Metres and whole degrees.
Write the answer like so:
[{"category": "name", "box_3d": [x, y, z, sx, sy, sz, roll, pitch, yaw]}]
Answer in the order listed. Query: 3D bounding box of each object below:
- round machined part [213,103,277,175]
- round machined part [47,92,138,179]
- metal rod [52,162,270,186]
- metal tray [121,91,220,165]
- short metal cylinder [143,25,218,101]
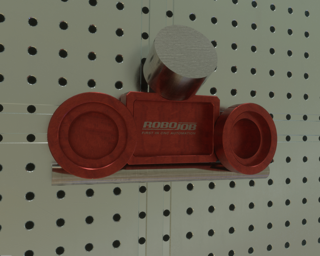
[{"category": "round machined part", "box_3d": [0.114, 0.015, 0.436, 0.099, 0.042, 0.097, 1, 88, -28]}, {"category": "round machined part", "box_3d": [-0.078, 0.009, 0.366, 0.099, 0.042, 0.097, 1, 87, -12]}, {"category": "metal rod", "box_3d": [0.015, 0.059, 0.414, 0.302, 0.025, 0.025, 2, 90, -20]}, {"category": "metal tray", "box_3d": [0.015, 0.001, 0.411, 0.131, 0.030, 0.089, 1, 90, -21]}, {"category": "short metal cylinder", "box_3d": [0.024, -0.081, 0.389, 0.081, 0.050, 0.080, 9, 61, -16]}]
